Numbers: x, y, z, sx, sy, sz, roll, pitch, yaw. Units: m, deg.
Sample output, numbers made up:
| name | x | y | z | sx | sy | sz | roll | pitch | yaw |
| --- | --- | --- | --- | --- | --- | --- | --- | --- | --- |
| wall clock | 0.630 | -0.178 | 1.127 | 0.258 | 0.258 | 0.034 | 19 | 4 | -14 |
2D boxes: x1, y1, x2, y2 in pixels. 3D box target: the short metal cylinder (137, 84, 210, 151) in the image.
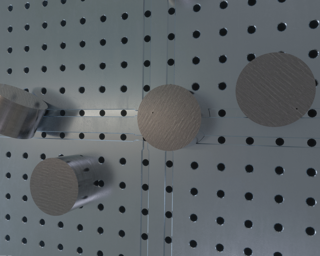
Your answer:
| name | x | y | z | sx | sy | sz | roll | pitch | yaw |
| --- | --- | --- | --- | --- | --- | --- | --- | --- | --- |
| short metal cylinder | 0.018 | -0.012 | 0.393 | 0.080 | 0.050 | 0.079 | 0 | 90 | 20 |

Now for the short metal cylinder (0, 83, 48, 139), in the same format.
| name | x | y | z | sx | sy | sz | roll | pitch | yaw |
| --- | --- | --- | --- | --- | --- | --- | --- | --- | --- |
| short metal cylinder | -0.217 | -0.025 | 0.460 | 0.080 | 0.080 | 0.050 | 32 | 101 | 17 |

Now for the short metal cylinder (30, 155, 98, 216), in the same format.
| name | x | y | z | sx | sy | sz | roll | pitch | yaw |
| --- | --- | --- | --- | --- | --- | --- | --- | --- | --- |
| short metal cylinder | -0.138 | 0.080 | 0.448 | 0.080 | 0.050 | 0.079 | 0 | 90 | 20 |

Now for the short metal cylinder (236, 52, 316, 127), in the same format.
| name | x | y | z | sx | sy | sz | roll | pitch | yaw |
| --- | --- | --- | --- | --- | --- | --- | --- | --- | --- |
| short metal cylinder | 0.130 | -0.041 | 0.353 | 0.080 | 0.050 | 0.079 | 0 | 90 | 20 |
